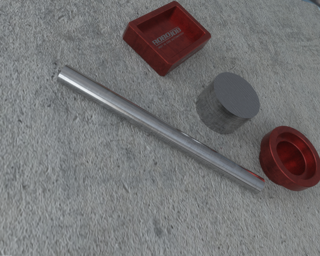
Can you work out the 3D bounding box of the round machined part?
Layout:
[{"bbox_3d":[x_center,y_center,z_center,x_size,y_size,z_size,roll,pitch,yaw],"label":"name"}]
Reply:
[{"bbox_3d":[0.191,0.049,0.469,0.099,0.042,0.098,14,56,-21],"label":"round machined part"}]

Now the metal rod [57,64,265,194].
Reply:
[{"bbox_3d":[0.009,0.007,0.405,0.301,0.025,0.025,30,52,-9],"label":"metal rod"}]

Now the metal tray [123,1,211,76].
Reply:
[{"bbox_3d":[0.015,-0.148,0.500,0.090,0.030,0.131,45,51,3],"label":"metal tray"}]

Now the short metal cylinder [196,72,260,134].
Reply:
[{"bbox_3d":[0.102,-0.037,0.467,0.081,0.050,0.080,14,56,-21],"label":"short metal cylinder"}]
